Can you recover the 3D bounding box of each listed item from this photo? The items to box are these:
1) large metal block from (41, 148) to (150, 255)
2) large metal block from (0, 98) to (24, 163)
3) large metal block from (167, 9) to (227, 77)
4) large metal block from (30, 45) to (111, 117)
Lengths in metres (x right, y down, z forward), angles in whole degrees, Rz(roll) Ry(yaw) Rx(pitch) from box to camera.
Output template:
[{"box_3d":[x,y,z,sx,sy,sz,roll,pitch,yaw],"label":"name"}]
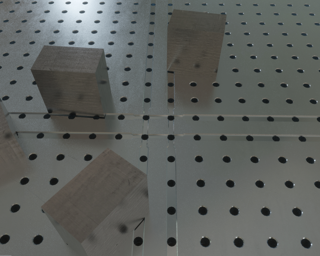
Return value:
[{"box_3d":[-0.057,0.080,0.304,0.050,0.080,0.080,31,57,24],"label":"large metal block"},{"box_3d":[-0.229,0.006,0.386,0.081,0.050,0.080,-24,54,-19],"label":"large metal block"},{"box_3d":[0.055,-0.131,0.483,0.080,0.080,0.050,9,51,7],"label":"large metal block"},{"box_3d":[-0.116,-0.063,0.424,0.080,0.080,0.050,4,50,3],"label":"large metal block"}]
